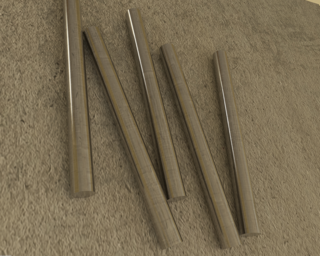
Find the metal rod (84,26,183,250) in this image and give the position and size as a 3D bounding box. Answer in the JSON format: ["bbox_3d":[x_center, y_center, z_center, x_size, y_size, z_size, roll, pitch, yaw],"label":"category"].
[{"bbox_3d":[-0.041,-0.003,0.383,0.025,0.025,0.299,-10,67,-32],"label":"metal rod"}]

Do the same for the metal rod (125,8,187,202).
[{"bbox_3d":[-0.012,-0.048,0.426,0.025,0.025,0.299,1,61,-28],"label":"metal rod"}]

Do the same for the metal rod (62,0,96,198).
[{"bbox_3d":[-0.104,-0.063,0.385,0.025,0.025,0.299,3,60,-27],"label":"metal rod"}]

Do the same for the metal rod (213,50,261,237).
[{"bbox_3d":[0.108,0.003,0.459,0.025,0.025,0.299,12,57,-22],"label":"metal rod"}]

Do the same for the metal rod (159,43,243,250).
[{"bbox_3d":[0.048,0.008,0.424,0.025,0.025,0.299,-2,63,-29],"label":"metal rod"}]
